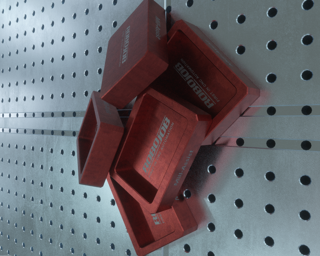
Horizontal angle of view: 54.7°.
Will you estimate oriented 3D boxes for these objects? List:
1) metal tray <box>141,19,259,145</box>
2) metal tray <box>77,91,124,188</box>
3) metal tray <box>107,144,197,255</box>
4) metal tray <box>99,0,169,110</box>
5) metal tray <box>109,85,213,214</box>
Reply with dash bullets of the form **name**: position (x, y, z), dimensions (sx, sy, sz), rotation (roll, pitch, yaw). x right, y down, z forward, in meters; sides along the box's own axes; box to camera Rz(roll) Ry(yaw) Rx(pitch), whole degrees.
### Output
- **metal tray**: position (0.041, -0.054, 0.370), dimensions (0.090, 0.030, 0.130), rotation (-51, 61, 27)
- **metal tray**: position (-0.089, 0.011, 0.437), dimensions (0.089, 0.030, 0.130), rotation (-67, 24, 18)
- **metal tray**: position (-0.017, 0.094, 0.418), dimensions (0.090, 0.030, 0.130), rotation (-40, 66, 32)
- **metal tray**: position (-0.032, -0.097, 0.391), dimensions (0.090, 0.030, 0.130), rotation (-37, 37, 33)
- **metal tray**: position (-0.005, 0.023, 0.369), dimensions (0.090, 0.030, 0.129), rotation (35, 111, 34)
